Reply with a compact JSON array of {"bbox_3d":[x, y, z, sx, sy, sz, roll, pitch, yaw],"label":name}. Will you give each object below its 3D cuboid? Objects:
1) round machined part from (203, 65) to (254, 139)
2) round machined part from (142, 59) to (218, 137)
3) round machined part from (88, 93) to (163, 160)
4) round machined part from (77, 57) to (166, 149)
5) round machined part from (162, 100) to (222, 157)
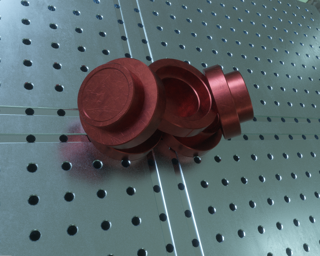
[{"bbox_3d":[0.091,-0.037,0.405,0.042,0.098,0.098,-18,65,8],"label":"round machined part"},{"bbox_3d":[0.017,-0.032,0.372,0.099,0.042,0.098,14,56,-21],"label":"round machined part"},{"bbox_3d":[-0.040,-0.013,0.384,0.099,0.042,0.098,14,56,-21],"label":"round machined part"},{"bbox_3d":[-0.047,-0.029,0.326,0.042,0.098,0.098,28,39,-62],"label":"round machined part"},{"bbox_3d":[0.047,-0.013,0.432,0.099,0.042,0.098,14,56,-21],"label":"round machined part"}]
